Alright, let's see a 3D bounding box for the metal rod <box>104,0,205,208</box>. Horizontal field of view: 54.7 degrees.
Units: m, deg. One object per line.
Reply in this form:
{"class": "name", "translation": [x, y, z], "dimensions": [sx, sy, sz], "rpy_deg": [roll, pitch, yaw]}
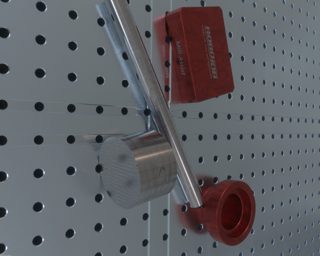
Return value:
{"class": "metal rod", "translation": [0.000, -0.022, 0.408], "dimensions": [0.025, 0.025, 0.299], "rpy_deg": [-35, 112, -34]}

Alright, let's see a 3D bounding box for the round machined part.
{"class": "round machined part", "translation": [0.104, 0.129, 0.486], "dimensions": [0.099, 0.042, 0.097], "rpy_deg": [0, 90, -40]}

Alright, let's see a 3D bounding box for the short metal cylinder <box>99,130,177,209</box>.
{"class": "short metal cylinder", "translation": [-0.026, 0.045, 0.351], "dimensions": [0.050, 0.080, 0.079], "rpy_deg": [-11, 97, -40]}

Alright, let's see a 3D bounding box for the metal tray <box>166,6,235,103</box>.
{"class": "metal tray", "translation": [0.062, -0.109, 0.458], "dimensions": [0.091, 0.030, 0.129], "rpy_deg": [-19, 102, -38]}
